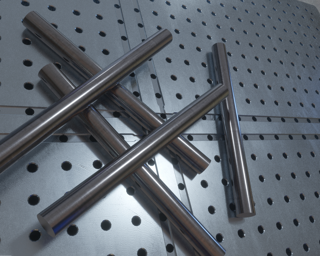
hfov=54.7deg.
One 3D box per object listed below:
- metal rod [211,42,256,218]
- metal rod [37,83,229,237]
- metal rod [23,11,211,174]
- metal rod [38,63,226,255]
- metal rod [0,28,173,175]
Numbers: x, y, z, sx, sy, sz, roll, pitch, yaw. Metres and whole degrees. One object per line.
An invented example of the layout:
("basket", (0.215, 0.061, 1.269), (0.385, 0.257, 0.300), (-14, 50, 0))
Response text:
("metal rod", (0.108, -0.016, 0.477), (0.025, 0.025, 0.299), (12, 56, -22))
("metal rod", (-0.004, 0.015, 0.364), (0.025, 0.025, 0.302), (49, 51, 6))
("metal rod", (-0.055, -0.045, 0.407), (0.300, 0.025, 0.025), (40, 51, -1))
("metal rod", (-0.036, 0.039, 0.366), (0.300, 0.025, 0.025), (47, 51, 4))
("metal rod", (-0.072, -0.052, 0.368), (0.025, 0.025, 0.301), (43, 51, 0))
